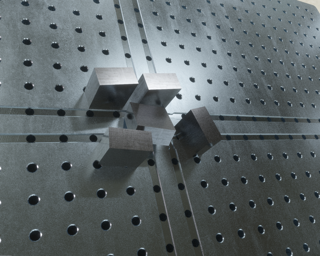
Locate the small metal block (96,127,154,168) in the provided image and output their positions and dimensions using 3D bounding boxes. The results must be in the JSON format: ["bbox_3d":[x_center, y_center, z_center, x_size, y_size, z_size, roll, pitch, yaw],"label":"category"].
[{"bbox_3d":[-0.042,0.024,0.356,0.050,0.050,0.025,7,59,-25],"label":"small metal block"}]

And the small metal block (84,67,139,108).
[{"bbox_3d":[-0.062,-0.051,0.391,0.050,0.050,0.025,-8,66,-32],"label":"small metal block"}]

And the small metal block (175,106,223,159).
[{"bbox_3d":[0.050,0.007,0.417,0.025,0.050,0.050,-14,69,-34],"label":"small metal block"}]

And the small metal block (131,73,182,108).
[{"bbox_3d":[-0.007,-0.049,0.420,0.050,0.050,0.025,-6,65,-31],"label":"small metal block"}]

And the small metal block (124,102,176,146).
[{"bbox_3d":[-0.014,-0.005,0.394,0.050,0.025,0.050,8,34,-25],"label":"small metal block"}]
